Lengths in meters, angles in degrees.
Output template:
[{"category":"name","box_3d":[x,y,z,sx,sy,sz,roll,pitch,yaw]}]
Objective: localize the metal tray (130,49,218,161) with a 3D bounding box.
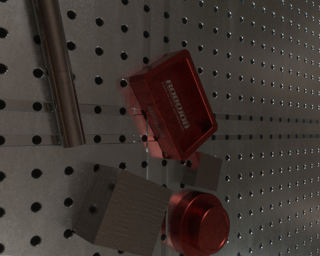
[{"category":"metal tray","box_3d":[0.024,-0.031,0.428,0.091,0.030,0.129,-39,114,-33]}]

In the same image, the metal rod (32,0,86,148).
[{"category":"metal rod","box_3d":[-0.116,-0.127,0.312,0.025,0.025,0.298,-16,100,-39]}]

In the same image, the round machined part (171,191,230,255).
[{"category":"round machined part","box_3d":[0.066,0.145,0.456,0.099,0.042,0.097,0,90,-40]}]

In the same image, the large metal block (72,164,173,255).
[{"category":"large metal block","box_3d":[-0.042,0.096,0.360,0.080,0.050,0.080,31,71,-36]}]

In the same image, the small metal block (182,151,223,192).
[{"category":"small metal block","box_3d":[0.064,0.065,0.466,0.050,0.025,0.050,21,76,-38]}]
